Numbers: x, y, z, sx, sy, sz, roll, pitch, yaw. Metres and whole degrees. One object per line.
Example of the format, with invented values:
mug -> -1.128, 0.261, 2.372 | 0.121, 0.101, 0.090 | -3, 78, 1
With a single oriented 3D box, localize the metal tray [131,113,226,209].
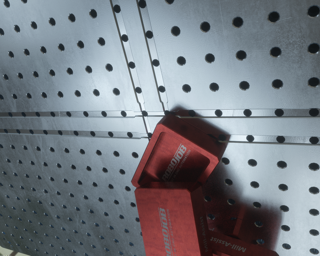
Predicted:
metal tray -> 0.021, 0.054, 0.430 | 0.090, 0.030, 0.129 | 31, 129, 8

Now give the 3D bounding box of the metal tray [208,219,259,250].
metal tray -> 0.088, 0.194, 0.482 | 0.130, 0.030, 0.090 | -26, 105, 37

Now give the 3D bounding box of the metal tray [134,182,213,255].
metal tray -> 0.019, 0.140, 0.420 | 0.090, 0.030, 0.129 | -7, 95, 34

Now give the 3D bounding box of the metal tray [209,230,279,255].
metal tray -> 0.092, 0.195, 0.440 | 0.130, 0.030, 0.089 | 12, 124, 21
